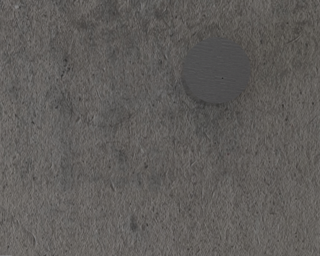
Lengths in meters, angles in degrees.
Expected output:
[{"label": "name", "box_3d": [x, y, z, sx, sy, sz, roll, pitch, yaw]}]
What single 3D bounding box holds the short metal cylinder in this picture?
[{"label": "short metal cylinder", "box_3d": [0.069, -0.070, 0.398, 0.080, 0.050, 0.080, 0, 90, 0]}]
